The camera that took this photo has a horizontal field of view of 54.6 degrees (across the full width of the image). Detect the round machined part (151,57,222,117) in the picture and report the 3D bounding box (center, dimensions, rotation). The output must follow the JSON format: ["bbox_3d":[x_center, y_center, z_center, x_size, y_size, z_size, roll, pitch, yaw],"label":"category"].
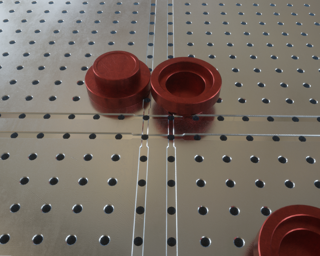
[{"bbox_3d":[0.036,-0.055,0.443,0.099,0.042,0.098,0,50,0],"label":"round machined part"}]

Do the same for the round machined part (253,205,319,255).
[{"bbox_3d":[0.138,0.126,0.291,0.099,0.042,0.098,0,50,0],"label":"round machined part"}]

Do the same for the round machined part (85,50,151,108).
[{"bbox_3d":[-0.063,-0.079,0.463,0.099,0.042,0.098,0,50,0],"label":"round machined part"}]
